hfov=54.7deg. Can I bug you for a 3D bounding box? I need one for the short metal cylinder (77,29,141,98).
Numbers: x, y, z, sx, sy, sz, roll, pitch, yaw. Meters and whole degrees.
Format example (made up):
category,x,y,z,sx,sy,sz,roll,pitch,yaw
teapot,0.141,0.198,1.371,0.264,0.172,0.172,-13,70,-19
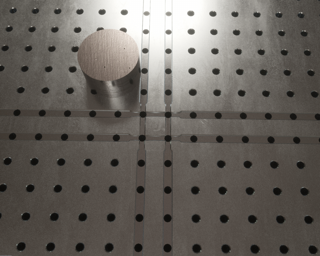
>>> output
category,x,y,z,sx,sy,sz,roll,pitch,yaw
short metal cylinder,-0.068,-0.089,0.430,0.081,0.050,0.080,0,70,0
